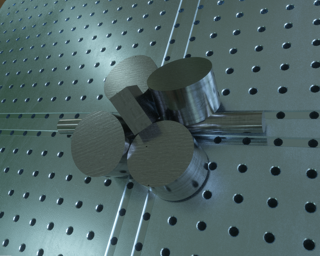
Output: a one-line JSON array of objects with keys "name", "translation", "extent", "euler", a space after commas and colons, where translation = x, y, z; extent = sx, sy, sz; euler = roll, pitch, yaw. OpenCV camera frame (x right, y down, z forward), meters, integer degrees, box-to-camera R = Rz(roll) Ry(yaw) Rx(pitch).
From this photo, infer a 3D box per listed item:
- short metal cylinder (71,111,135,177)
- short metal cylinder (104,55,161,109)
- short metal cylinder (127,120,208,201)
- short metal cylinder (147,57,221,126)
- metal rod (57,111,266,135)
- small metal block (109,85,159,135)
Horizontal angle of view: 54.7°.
[{"name": "short metal cylinder", "translation": [-0.064, 0.022, 0.392], "extent": [0.080, 0.050, 0.080], "euler": [-5, 80, 26]}, {"name": "short metal cylinder", "translation": [-0.031, -0.056, 0.438], "extent": [0.080, 0.050, 0.080], "euler": [-13, 56, 21]}, {"name": "short metal cylinder", "translation": [0.010, 0.038, 0.359], "extent": [0.080, 0.050, 0.080], "euler": [-13, 56, 21]}, {"name": "short metal cylinder", "translation": [0.030, -0.046, 0.383], "extent": [0.080, 0.050, 0.080], "euler": [-14, 34, 10]}, {"name": "metal rod", "translation": [-0.018, -0.004, 0.415], "extent": [0.300, 0.025, 0.025], "euler": [-1, 61, 27]}, {"name": "small metal block", "translation": [-0.029, -0.023, 0.371], "extent": [0.025, 0.050, 0.050], "euler": [-34, 93, 13]}]
